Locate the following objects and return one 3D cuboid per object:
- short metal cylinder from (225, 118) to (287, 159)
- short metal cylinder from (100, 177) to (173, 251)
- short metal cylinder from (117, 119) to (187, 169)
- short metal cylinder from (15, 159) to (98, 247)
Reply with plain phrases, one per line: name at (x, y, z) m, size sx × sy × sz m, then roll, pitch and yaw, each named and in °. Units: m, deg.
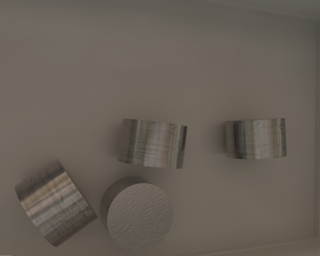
short metal cylinder at (0.132, 0.013, 0.430) m, size 0.081 × 0.080 × 0.050 m, roll -4°, pitch 92°, yaw -20°
short metal cylinder at (-0.030, 0.104, 0.386) m, size 0.081 × 0.050 × 0.080 m, roll 0°, pitch 90°, yaw -20°
short metal cylinder at (-0.009, 0.019, 0.378) m, size 0.081 × 0.080 × 0.050 m, roll 8°, pitch 88°, yaw -20°
short metal cylinder at (-0.112, 0.081, 0.340) m, size 0.050 × 0.080 × 0.080 m, roll -34°, pitch 101°, yaw -17°
